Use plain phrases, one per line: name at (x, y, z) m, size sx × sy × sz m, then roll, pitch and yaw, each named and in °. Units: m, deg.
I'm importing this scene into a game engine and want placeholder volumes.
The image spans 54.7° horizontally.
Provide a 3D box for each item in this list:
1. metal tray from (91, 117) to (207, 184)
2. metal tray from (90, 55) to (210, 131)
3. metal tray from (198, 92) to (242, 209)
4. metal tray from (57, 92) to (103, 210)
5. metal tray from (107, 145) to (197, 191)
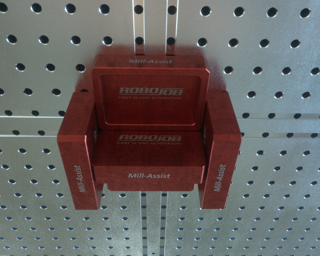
metal tray at (-0.013, 0.026, 0.388) m, size 0.131 × 0.090 × 0.030 m, roll 1°, pitch 130°, yaw -1°
metal tray at (-0.011, -0.040, 0.374) m, size 0.131 × 0.030 × 0.089 m, roll 0°, pitch 130°, yaw -1°
metal tray at (0.069, 0.030, 0.395) m, size 0.030 × 0.090 × 0.129 m, roll 1°, pitch 130°, yaw -1°
metal tray at (-0.093, 0.031, 0.393) m, size 0.030 × 0.090 × 0.129 m, roll 1°, pitch 130°, yaw -1°
metal tray at (-0.013, 0.053, 0.451) m, size 0.131 × 0.030 × 0.089 m, roll 0°, pitch 130°, yaw -1°
